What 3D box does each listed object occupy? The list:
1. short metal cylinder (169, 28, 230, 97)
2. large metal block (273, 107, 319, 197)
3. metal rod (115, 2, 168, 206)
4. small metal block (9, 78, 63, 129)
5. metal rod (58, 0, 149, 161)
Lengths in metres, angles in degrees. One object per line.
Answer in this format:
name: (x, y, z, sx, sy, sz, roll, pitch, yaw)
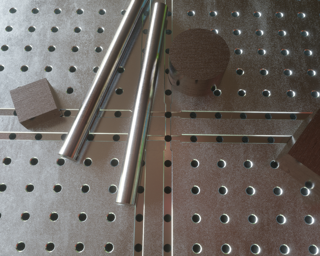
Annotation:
short metal cylinder: (0.052, -0.090, 0.432, 0.081, 0.050, 0.080, 0, 70, 0)
large metal block: (0.206, 0.033, 0.389, 0.080, 0.050, 0.080, 38, 74, 12)
metal rod: (-0.021, -0.046, 0.428, 0.025, 0.025, 0.299, 8, 70, 2)
small metal block: (-0.168, -0.034, 0.422, 0.050, 0.025, 0.050, -23, 72, -9)
metal rod: (-0.070, -0.095, 0.445, 0.025, 0.025, 0.299, 18, 71, 6)
